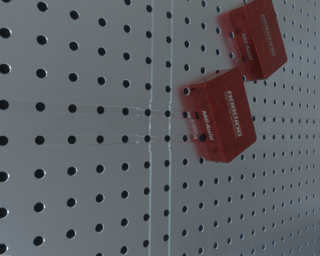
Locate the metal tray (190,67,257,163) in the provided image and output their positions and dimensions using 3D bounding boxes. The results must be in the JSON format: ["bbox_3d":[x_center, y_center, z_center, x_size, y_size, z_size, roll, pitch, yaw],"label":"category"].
[{"bbox_3d":[0.104,-0.021,0.492,0.091,0.030,0.129,-29,108,-36],"label":"metal tray"}]

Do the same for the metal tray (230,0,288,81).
[{"bbox_3d":[0.179,-0.161,0.554,0.091,0.030,0.130,-37,113,-34],"label":"metal tray"}]
